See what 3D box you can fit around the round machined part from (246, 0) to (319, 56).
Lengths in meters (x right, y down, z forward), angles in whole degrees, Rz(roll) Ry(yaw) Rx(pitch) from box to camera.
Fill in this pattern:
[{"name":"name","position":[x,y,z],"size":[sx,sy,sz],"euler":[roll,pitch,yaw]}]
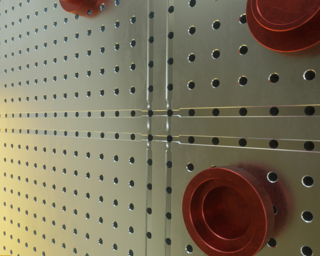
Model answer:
[{"name":"round machined part","position":[0.127,-0.121,0.294],"size":[0.098,0.042,0.097],"euler":[0,90,40]}]

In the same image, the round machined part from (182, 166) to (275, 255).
[{"name":"round machined part","position":[0.076,0.090,0.336],"size":[0.098,0.042,0.097],"euler":[0,90,40]}]

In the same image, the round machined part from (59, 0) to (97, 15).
[{"name":"round machined part","position":[-0.145,-0.244,0.520],"size":[0.098,0.042,0.097],"euler":[0,90,40]}]
